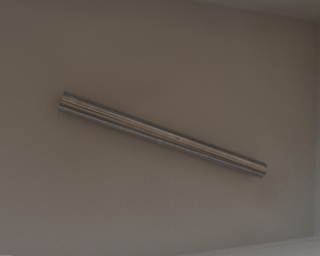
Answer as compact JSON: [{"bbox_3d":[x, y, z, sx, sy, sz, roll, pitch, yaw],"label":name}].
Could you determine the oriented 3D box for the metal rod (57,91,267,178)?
[{"bbox_3d":[0.017,0.016,0.415,0.302,0.025,0.025,20,84,-19],"label":"metal rod"}]
